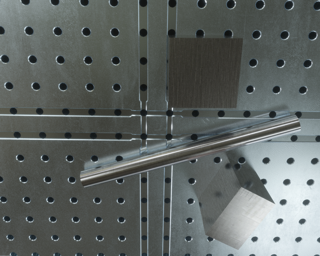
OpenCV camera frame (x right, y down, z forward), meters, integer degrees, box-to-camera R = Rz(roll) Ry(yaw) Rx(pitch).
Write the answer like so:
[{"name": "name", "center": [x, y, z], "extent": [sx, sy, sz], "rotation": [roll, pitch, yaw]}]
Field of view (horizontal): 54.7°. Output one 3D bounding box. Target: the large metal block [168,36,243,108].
[{"name": "large metal block", "center": [0.050, -0.070, 0.375], "extent": [0.081, 0.050, 0.079], "rotation": [0, 110, 0]}]

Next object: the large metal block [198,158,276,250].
[{"name": "large metal block", "center": [0.099, 0.100, 0.422], "extent": [0.050, 0.080, 0.080], "rotation": [28, 108, -10]}]

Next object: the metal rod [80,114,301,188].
[{"name": "metal rod", "center": [0.037, 0.033, 0.425], "extent": [0.301, 0.025, 0.025], "rotation": [-15, 110, 5]}]
